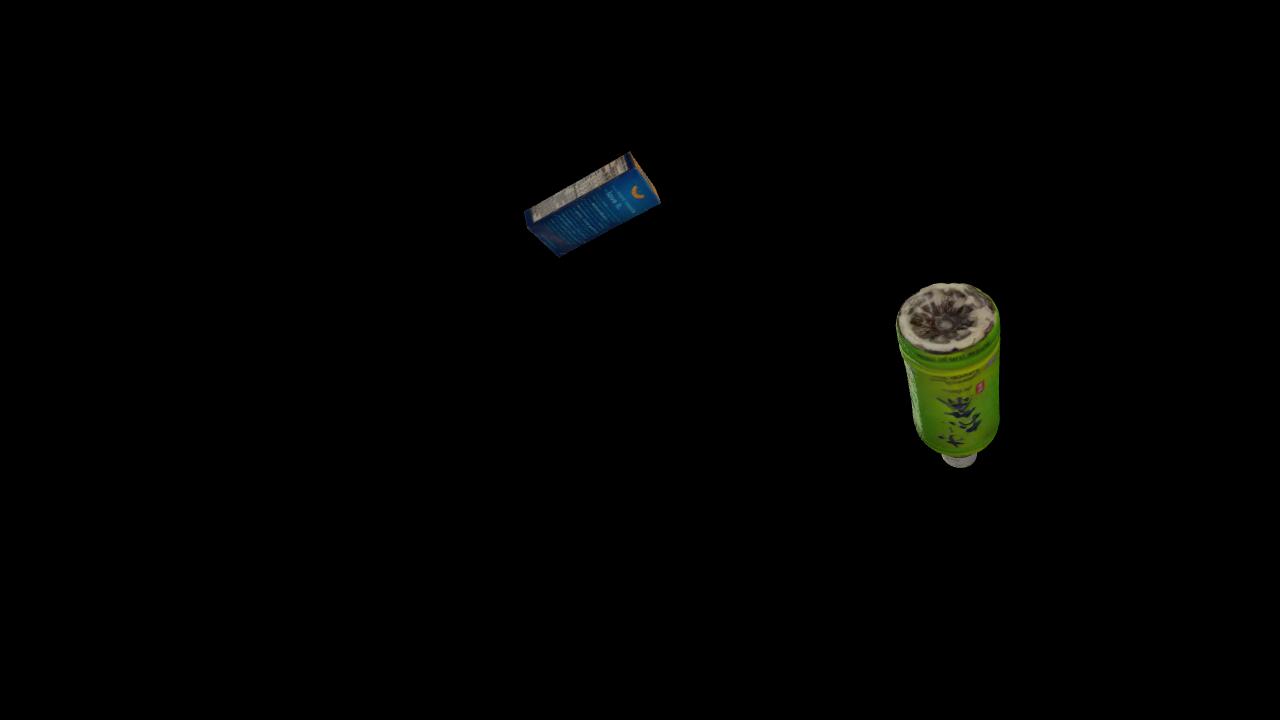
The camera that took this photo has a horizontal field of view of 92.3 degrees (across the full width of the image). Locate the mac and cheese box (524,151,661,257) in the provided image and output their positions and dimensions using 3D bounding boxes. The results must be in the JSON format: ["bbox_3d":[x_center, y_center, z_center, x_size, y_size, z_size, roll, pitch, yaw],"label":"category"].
[{"bbox_3d":[-0.071,-0.227,0.917,0.184,0.041,0.093,-25,-30,15],"label":"mac and cheese box"}]

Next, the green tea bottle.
[{"bbox_3d":[0.263,0.028,0.515,0.073,0.073,0.212,0,-36,33],"label":"green tea bottle"}]
